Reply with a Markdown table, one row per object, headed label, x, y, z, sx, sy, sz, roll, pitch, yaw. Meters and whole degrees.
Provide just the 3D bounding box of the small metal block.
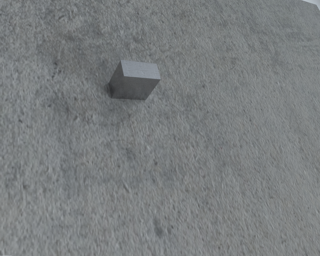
| label | x | y | z | sx | sy | sz | roll | pitch | yaw |
| --- | --- | --- | --- | --- | --- | --- | --- | --- | --- |
| small metal block | -0.034 | -0.062 | 0.408 | 0.050 | 0.050 | 0.025 | 0 | 62 | -29 |
